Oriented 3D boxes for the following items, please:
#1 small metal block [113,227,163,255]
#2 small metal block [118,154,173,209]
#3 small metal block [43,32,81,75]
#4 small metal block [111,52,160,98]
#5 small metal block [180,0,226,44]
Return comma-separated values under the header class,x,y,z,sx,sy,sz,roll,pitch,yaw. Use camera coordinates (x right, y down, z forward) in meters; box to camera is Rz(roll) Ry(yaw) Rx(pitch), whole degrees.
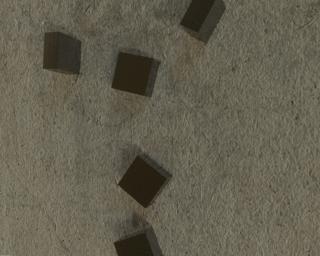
class,x,y,z,sx,sy,sz,roll,pitch,yaw
small metal block,-0.028,0.168,0.419,0.050,0.025,0.050,-24,82,18
small metal block,-0.020,0.070,0.416,0.050,0.025,0.050,37,102,16
small metal block,-0.140,-0.106,0.445,0.025,0.050,0.050,3,91,20
small metal block,-0.033,-0.072,0.421,0.050,0.025,0.050,15,95,19
small metal block,0.054,-0.137,0.377,0.025,0.050,0.050,31,100,17
